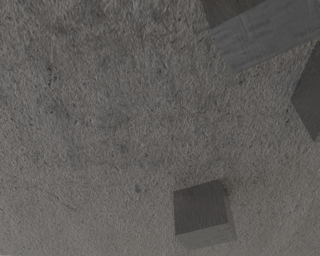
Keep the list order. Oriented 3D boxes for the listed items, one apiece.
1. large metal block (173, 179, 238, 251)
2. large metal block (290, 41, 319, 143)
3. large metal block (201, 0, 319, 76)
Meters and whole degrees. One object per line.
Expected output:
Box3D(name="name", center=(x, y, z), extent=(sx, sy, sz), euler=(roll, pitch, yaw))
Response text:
Box3D(name="large metal block", center=(0.069, 0.136, 0.488), extent=(0.080, 0.080, 0.050), euler=(-19, 128, 15))
Box3D(name="large metal block", center=(0.195, -0.039, 0.340), extent=(0.050, 0.080, 0.079), euler=(5, 130, -4))
Box3D(name="large metal block", center=(0.088, -0.104, 0.283), extent=(0.080, 0.080, 0.050), euler=(-23, 126, 18))
